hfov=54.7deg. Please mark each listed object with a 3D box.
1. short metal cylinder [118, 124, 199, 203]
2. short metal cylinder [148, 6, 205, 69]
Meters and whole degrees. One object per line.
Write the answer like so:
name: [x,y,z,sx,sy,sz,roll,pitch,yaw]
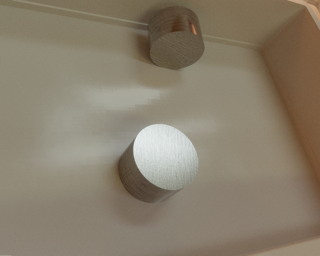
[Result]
short metal cylinder: [-0.002,0.042,0.364,0.081,0.050,0.080,14,56,-21]
short metal cylinder: [0.023,-0.134,0.466,0.081,0.080,0.050,8,58,-25]
